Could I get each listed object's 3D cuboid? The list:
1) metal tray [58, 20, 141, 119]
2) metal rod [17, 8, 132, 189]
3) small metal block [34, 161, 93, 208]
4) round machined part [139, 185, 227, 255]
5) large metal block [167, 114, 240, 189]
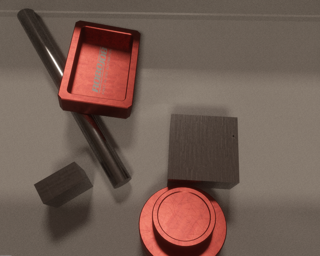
[{"bbox_3d":[-0.078,-0.081,0.419,0.091,0.030,0.130,8,63,-8],"label":"metal tray"},{"bbox_3d":[-0.125,-0.051,0.426,0.025,0.025,0.299,-30,73,-11],"label":"metal rod"},{"bbox_3d":[-0.113,0.069,0.370,0.050,0.050,0.025,-30,73,-11],"label":"small metal block"},{"bbox_3d":[0.026,0.106,0.346,0.099,0.042,0.098,1,50,0],"label":"round machined part"},{"bbox_3d":[0.052,0.031,0.386,0.081,0.050,0.080,3,70,1],"label":"large metal block"}]
